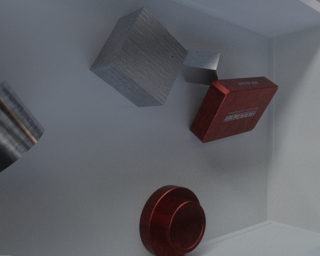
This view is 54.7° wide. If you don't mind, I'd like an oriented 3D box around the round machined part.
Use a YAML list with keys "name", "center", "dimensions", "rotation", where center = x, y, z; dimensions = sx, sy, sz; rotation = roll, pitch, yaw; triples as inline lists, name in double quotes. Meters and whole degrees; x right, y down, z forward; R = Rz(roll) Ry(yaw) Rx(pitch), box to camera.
- name: "round machined part"
  center: [0.024, 0.129, 0.418]
  dimensions: [0.099, 0.042, 0.097]
  rotation: [0, 90, -40]

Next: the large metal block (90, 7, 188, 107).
- name: "large metal block"
  center: [-0.023, -0.081, 0.373]
  dimensions: [0.080, 0.050, 0.080]
  rotation: [38, 67, -34]

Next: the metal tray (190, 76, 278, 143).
- name: "metal tray"
  center: [0.114, -0.030, 0.469]
  dimensions: [0.131, 0.030, 0.089]
  rotation: [-11, 135, -40]

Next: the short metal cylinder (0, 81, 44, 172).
- name: "short metal cylinder"
  center: [-0.144, 0.004, 0.251]
  dimensions: [0.080, 0.080, 0.050]
  rotation: [-46, 118, -31]

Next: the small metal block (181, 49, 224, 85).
- name: "small metal block"
  center: [0.059, -0.083, 0.430]
  dimensions: [0.050, 0.050, 0.025]
  rotation: [50, 55, -65]
